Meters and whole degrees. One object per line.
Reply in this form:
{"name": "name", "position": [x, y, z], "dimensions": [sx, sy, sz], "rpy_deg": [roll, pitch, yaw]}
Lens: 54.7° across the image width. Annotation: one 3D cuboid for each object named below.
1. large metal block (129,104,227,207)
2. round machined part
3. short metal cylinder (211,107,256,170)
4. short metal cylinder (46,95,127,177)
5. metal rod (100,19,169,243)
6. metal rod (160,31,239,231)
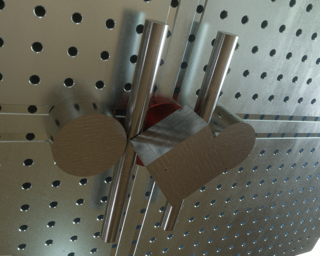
{"name": "large metal block", "position": [0.023, 0.033, 0.366], "dimensions": [0.080, 0.050, 0.080], "rpy_deg": [-33, 129, -7]}
{"name": "round machined part", "position": [0.000, 0.012, 0.408], "dimensions": [0.099, 0.042, 0.097], "rpy_deg": [-14, 124, -21]}
{"name": "short metal cylinder", "position": [0.091, 0.016, 0.453], "dimensions": [0.081, 0.050, 0.079], "rpy_deg": [-14, 124, -21]}
{"name": "short metal cylinder", "position": [-0.085, 0.008, 0.354], "dimensions": [0.081, 0.050, 0.079], "rpy_deg": [-14, 124, -21]}
{"name": "metal rod", "position": [-0.037, 0.023, 0.377], "dimensions": [0.025, 0.025, 0.298], "rpy_deg": [0, 118, -29]}
{"name": "metal rod", "position": [0.046, 0.021, 0.422], "dimensions": [0.025, 0.025, 0.298], "rpy_deg": [0, 119, -29]}
